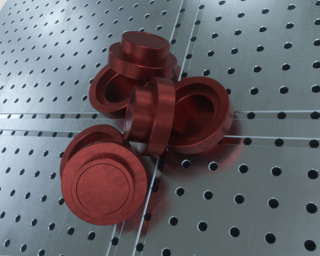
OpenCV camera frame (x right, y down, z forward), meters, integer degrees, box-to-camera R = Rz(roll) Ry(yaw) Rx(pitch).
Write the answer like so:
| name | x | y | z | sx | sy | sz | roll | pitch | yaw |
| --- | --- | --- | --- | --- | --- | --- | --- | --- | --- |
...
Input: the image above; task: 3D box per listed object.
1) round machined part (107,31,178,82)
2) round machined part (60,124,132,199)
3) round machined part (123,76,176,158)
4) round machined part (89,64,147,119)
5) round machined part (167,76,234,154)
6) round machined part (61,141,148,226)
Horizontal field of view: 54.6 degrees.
| name | x | y | z | sx | sy | sz | roll | pitch | yaw |
| --- | --- | --- | --- | --- | --- | --- | --- | --- | --- |
| round machined part | -0.023 | -0.106 | 0.440 | 0.099 | 0.042 | 0.098 | 10 | 32 | -6 |
| round machined part | -0.080 | 0.047 | 0.411 | 0.098 | 0.042 | 0.098 | -13 | 56 | 21 |
| round machined part | -0.017 | -0.015 | 0.378 | 0.042 | 0.098 | 0.098 | 10 | 58 | -14 |
| round machined part | -0.052 | -0.055 | 0.458 | 0.098 | 0.042 | 0.098 | -13 | 56 | 21 |
| round machined part | 0.042 | -0.012 | 0.383 | 0.098 | 0.042 | 0.098 | -13 | 56 | 21 |
| round machined part | -0.063 | 0.065 | 0.355 | 0.099 | 0.042 | 0.097 | 0 | 94 | -5 |
